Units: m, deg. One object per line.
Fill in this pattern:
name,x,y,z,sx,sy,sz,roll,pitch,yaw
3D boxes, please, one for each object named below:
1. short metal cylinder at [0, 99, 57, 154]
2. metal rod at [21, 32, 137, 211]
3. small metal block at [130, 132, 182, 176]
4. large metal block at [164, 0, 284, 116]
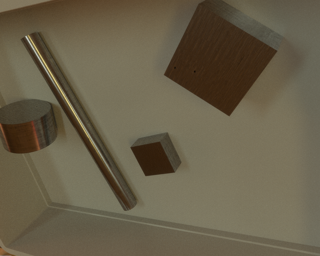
short metal cylinder,-0.205,-0.004,0.476,0.080,0.080,0.050,12,123,21
metal rod,-0.114,0.001,0.467,0.025,0.025,0.299,-15,111,34
small metal block,-0.005,0.038,0.433,0.050,0.025,0.050,-13,112,33
large metal block,0.063,-0.073,0.314,0.080,0.050,0.079,33,129,6
